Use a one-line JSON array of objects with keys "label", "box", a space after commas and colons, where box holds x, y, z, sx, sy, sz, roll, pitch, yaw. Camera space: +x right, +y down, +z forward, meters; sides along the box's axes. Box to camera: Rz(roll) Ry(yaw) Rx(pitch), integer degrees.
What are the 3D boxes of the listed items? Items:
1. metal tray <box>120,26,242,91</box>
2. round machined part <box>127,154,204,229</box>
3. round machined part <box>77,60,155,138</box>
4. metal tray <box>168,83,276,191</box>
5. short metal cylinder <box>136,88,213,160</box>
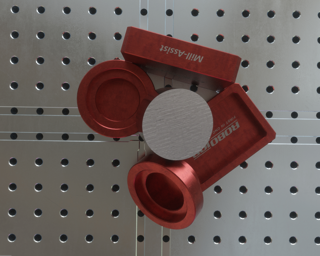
[{"label": "metal tray", "box": [0.023, -0.081, 0.381, 0.131, 0.090, 0.030, 15, 90, -1]}, {"label": "round machined part", "box": [0.011, 0.074, 0.388, 0.098, 0.042, 0.097, 18, 125, 28]}, {"label": "round machined part", "box": [-0.054, -0.036, 0.404, 0.099, 0.042, 0.097, 0, 90, -1]}, {"label": "metal tray", "box": [0.073, 0.013, 0.411, 0.130, 0.030, 0.090, -36, 90, -1]}, {"label": "short metal cylinder", "box": [0.015, -0.007, 0.364, 0.081, 0.050, 0.079, -2, 99, -12]}]
